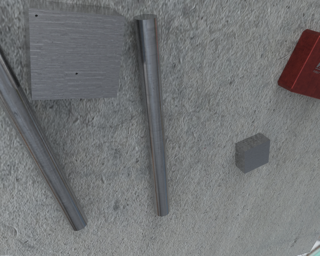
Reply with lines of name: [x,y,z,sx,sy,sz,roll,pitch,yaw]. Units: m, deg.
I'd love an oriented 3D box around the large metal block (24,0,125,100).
large metal block: [-0.084,-0.075,0.299,0.081,0.050,0.079,-5,121,-27]

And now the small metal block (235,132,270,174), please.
small metal block: [0.155,0.042,0.521,0.050,0.025,0.050,-22,127,-16]

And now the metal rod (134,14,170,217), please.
metal rod: [-0.006,0.007,0.409,0.025,0.025,0.298,-17,126,-19]

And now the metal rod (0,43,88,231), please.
metal rod: [-0.138,0.013,0.340,0.025,0.025,0.298,-23,127,-15]

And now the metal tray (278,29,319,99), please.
metal tray: [0.257,-0.093,0.490,0.131,0.030,0.089,7,115,-32]
